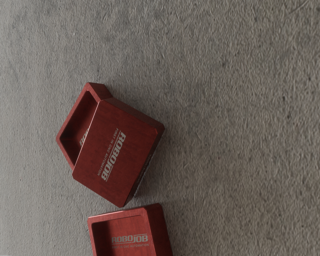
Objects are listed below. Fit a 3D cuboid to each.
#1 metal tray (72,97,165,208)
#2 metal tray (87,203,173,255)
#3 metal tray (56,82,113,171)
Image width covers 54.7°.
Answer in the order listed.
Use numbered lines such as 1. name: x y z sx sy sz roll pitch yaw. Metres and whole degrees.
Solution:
1. metal tray: -0.060 0.034 0.430 0.090 0.030 0.129 29 110 12
2. metal tray: -0.046 0.162 0.439 0.130 0.030 0.090 -21 77 38
3. metal tray: -0.112 0.004 0.493 0.090 0.030 0.129 52 120 27
